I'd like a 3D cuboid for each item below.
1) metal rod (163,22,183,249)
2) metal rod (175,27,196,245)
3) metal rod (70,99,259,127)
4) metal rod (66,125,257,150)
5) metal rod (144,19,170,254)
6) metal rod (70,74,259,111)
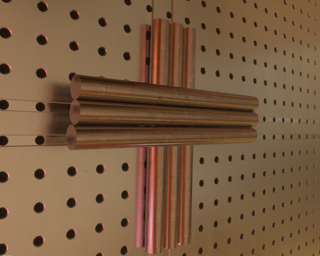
[{"bbox_3d":[0.015,0.009,0.421,0.025,0.025,0.298,2,89,-40],"label":"metal rod"},{"bbox_3d":[0.035,0.010,0.437,0.025,0.025,0.298,2,89,-40],"label":"metal rod"},{"bbox_3d":[0.032,-0.015,0.402,0.302,0.025,0.025,1,90,-40],"label":"metal rod"},{"bbox_3d":[0.029,0.010,0.400,0.302,0.025,0.025,1,90,-40],"label":"metal rod"},{"bbox_3d":[-0.004,0.010,0.405,0.025,0.025,0.298,2,89,-40],"label":"metal rod"},{"bbox_3d":[0.033,-0.040,0.403,0.302,0.025,0.025,1,90,-40],"label":"metal rod"}]
